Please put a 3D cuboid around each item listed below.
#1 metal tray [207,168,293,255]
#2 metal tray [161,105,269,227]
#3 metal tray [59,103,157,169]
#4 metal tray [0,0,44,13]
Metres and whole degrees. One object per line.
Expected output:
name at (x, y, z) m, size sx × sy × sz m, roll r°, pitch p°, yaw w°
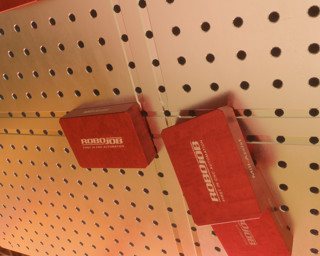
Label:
metal tray at (0.113, 0.120, 0.423) m, size 0.090 × 0.030 × 0.130 m, roll -18°, pitch 109°, yaw 35°
metal tray at (0.064, 0.048, 0.377) m, size 0.090 × 0.030 × 0.129 m, roll -22°, pitch 88°, yaw 35°
metal tray at (-0.078, 0.015, 0.459) m, size 0.130 × 0.030 × 0.090 m, roll -4°, pitch 117°, yaw 30°
metal tray at (-0.194, -0.216, 0.378) m, size 0.090 × 0.030 × 0.129 m, roll -2°, pitch 118°, yaw 29°
